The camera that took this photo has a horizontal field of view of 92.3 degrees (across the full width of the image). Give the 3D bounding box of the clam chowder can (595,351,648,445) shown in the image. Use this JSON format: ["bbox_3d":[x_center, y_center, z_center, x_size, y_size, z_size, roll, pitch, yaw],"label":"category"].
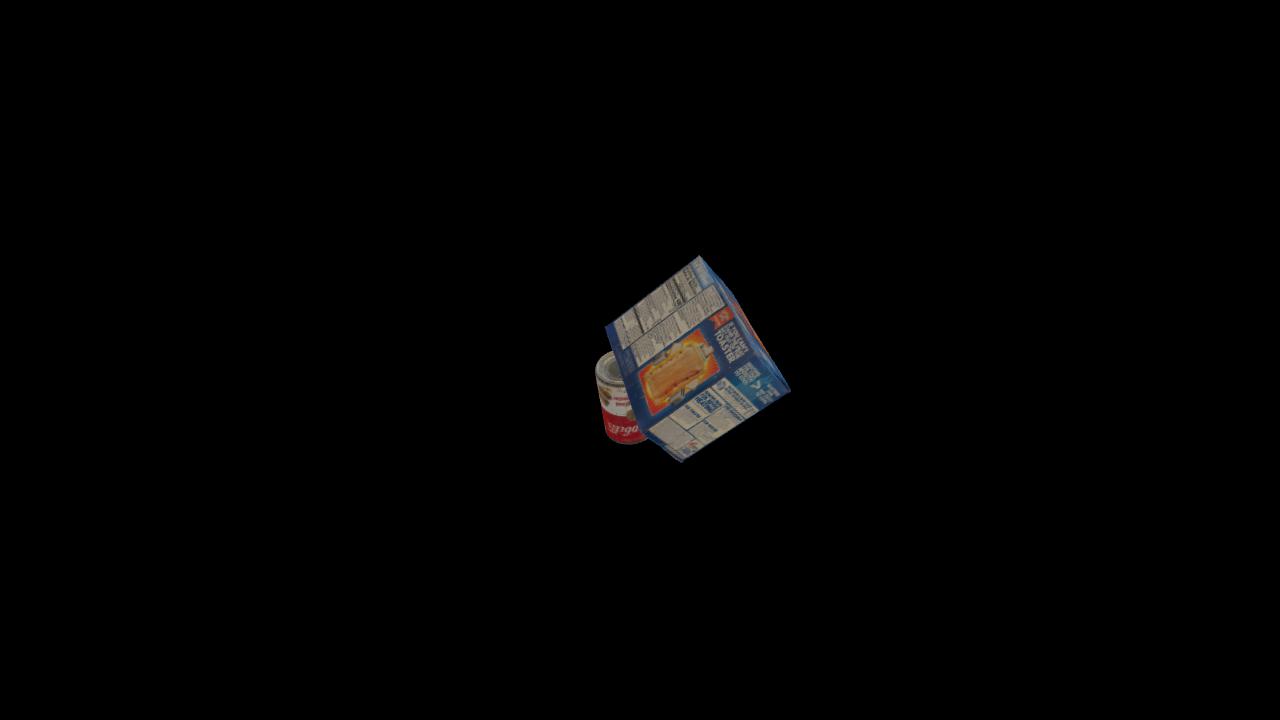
[{"bbox_3d":[-0.016,0.044,0.750,0.068,0.102,0.068,-4,40,3],"label":"clam chowder can"}]

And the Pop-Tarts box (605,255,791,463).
[{"bbox_3d":[0.055,-0.003,0.664,0.141,0.167,0.083,-37,-46,15],"label":"Pop-Tarts box"}]
